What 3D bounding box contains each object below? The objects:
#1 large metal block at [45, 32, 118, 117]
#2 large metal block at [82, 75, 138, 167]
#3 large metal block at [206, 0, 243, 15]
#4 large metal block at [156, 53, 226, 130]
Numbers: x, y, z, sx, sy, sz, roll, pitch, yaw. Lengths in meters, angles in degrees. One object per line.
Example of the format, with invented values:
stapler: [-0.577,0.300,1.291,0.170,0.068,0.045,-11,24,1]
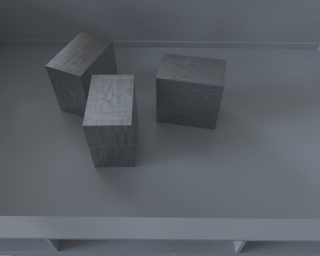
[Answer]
large metal block: [-0.102,-0.072,0.428,0.050,0.080,0.080,18,52,14]
large metal block: [-0.055,-0.008,0.375,0.050,0.080,0.080,0,50,-1]
large metal block: [0.137,-0.285,0.613,0.050,0.080,0.080,26,54,19]
large metal block: [0.039,-0.047,0.410,0.080,0.080,0.050,8,51,6]
